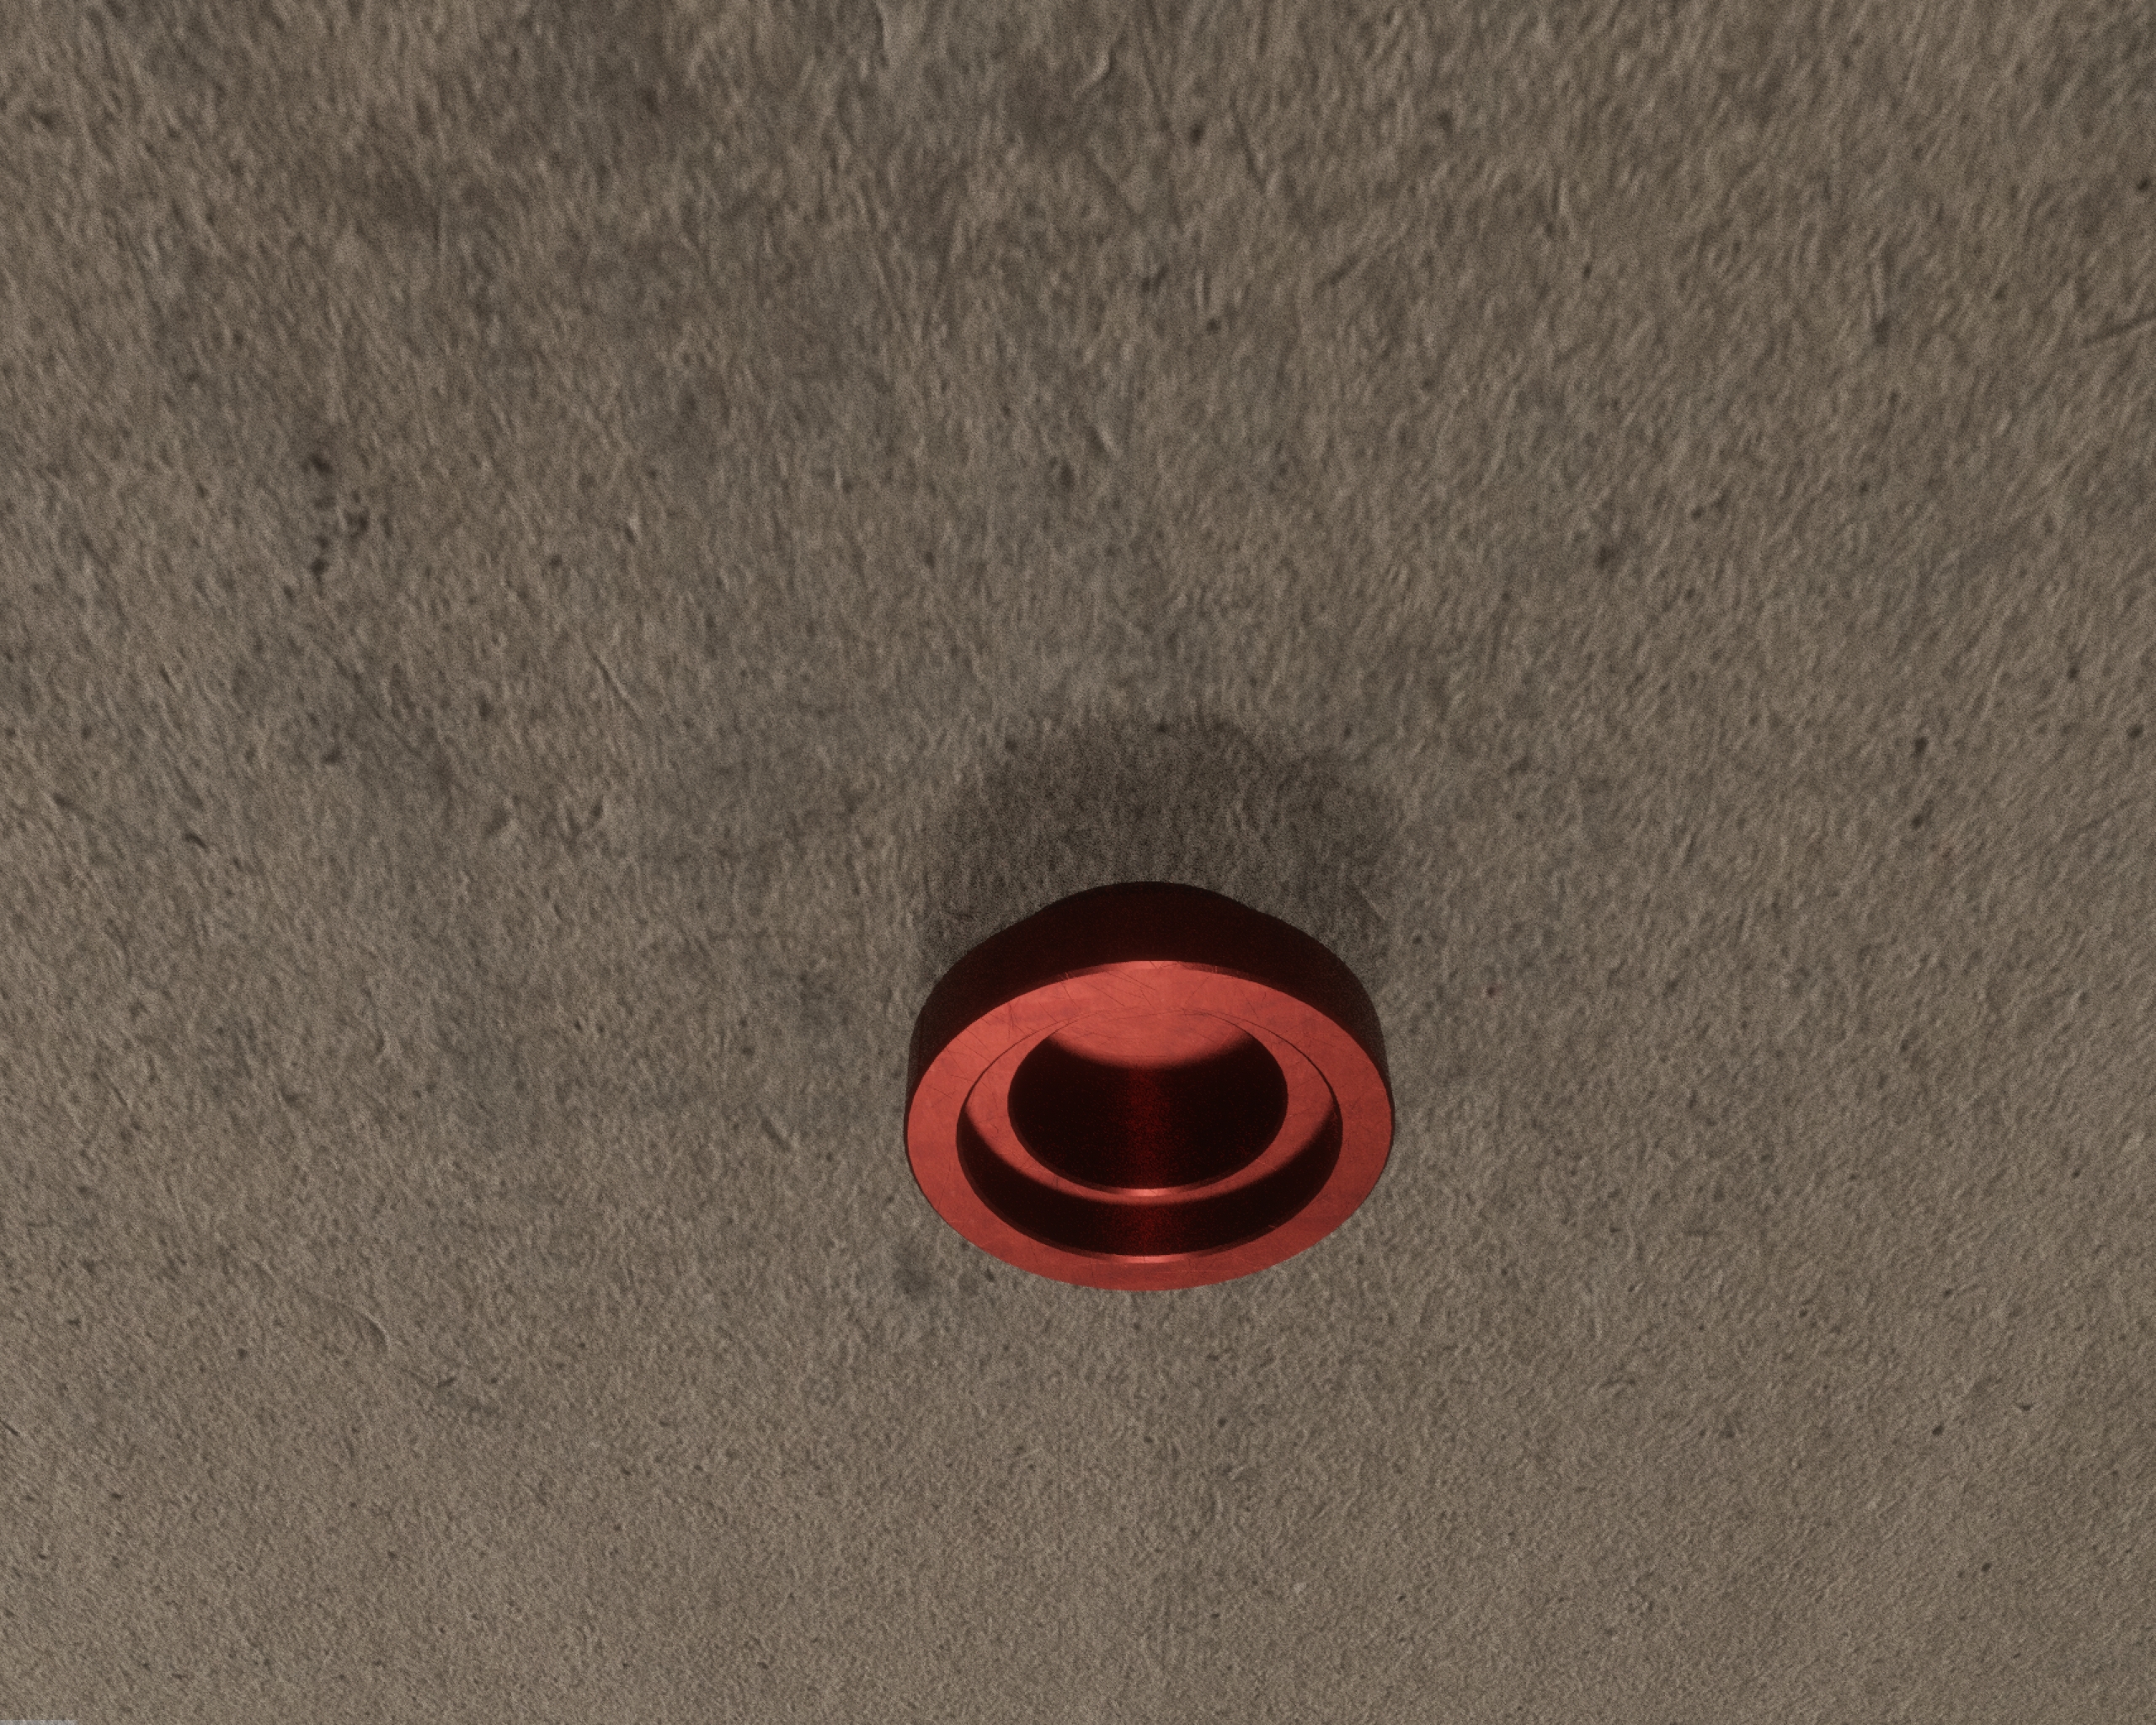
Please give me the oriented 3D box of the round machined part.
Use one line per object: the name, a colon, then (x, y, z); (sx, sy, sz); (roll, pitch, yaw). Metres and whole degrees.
round machined part: (0.014, 0.042, 0.434); (0.099, 0.042, 0.097); (-1, 130, 0)
